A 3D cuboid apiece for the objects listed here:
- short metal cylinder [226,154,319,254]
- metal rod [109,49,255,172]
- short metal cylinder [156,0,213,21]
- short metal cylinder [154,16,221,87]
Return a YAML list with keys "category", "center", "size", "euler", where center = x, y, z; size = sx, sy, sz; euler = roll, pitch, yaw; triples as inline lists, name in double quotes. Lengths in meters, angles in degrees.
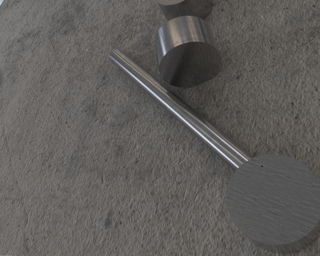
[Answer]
- category: "short metal cylinder"
  center: [0.107, 0.071, 0.288]
  size: [0.080, 0.050, 0.080]
  euler: [-13, 56, 21]
- category: "metal rod"
  center: [0.011, -0.038, 0.421]
  size: [0.025, 0.025, 0.300]
  euler: [-44, 51, -2]
- category: "short metal cylinder"
  center: [0.039, -0.206, 0.494]
  size: [0.080, 0.050, 0.080]
  euler: [-13, 56, 21]
- category: "short metal cylinder"
  center: [0.035, -0.099, 0.411]
  size: [0.080, 0.080, 0.050]
  euler: [-20, 54, 16]
